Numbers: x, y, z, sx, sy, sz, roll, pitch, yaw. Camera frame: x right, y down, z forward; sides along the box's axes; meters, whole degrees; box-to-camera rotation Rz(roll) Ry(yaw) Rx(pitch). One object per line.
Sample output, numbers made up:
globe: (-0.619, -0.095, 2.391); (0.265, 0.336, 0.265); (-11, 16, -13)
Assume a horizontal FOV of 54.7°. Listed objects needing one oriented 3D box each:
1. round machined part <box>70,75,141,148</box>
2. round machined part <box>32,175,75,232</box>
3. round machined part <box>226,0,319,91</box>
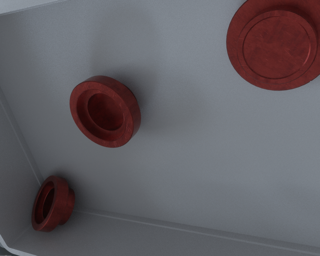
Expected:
round machined part: (-0.069, -0.025, 0.419); (0.098, 0.042, 0.097); (13, 124, 21)
round machined part: (-0.189, 0.138, 0.560); (0.042, 0.098, 0.098); (25, 139, -35)
round machined part: (0.111, -0.080, 0.290); (0.098, 0.042, 0.097); (13, 124, 21)
